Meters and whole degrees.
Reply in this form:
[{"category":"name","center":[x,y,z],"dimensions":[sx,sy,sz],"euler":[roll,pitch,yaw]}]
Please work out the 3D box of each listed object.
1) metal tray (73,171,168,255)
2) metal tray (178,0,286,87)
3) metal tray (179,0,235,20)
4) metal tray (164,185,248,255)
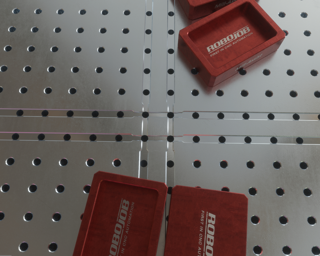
[{"category":"metal tray","center":[-0.046,0.123,0.363],"dimensions":[0.090,0.030,0.130],"euler":[10,70,3]},{"category":"metal tray","center":[0.103,-0.130,0.457],"dimensions":[0.131,0.030,0.090],"euler":[-30,73,-11]},{"category":"metal tray","center":[0.090,-0.234,0.495],"dimensions":[0.131,0.030,0.090],"euler":[-20,71,-7]},{"category":"metal tray","center":[0.051,0.138,0.359],"dimensions":[0.090,0.030,0.130],"euler":[7,70,2]}]
